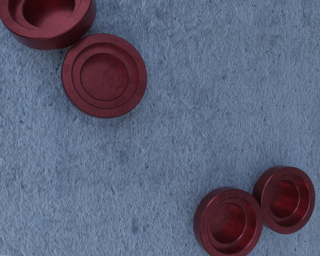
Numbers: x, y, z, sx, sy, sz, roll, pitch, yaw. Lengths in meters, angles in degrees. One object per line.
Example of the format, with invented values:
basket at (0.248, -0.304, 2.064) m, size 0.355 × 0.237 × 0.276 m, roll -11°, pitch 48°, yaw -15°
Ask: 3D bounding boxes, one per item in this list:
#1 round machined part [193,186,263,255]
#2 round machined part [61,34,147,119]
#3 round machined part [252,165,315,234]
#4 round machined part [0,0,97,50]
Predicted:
round machined part at (0.091, 0.130, 0.433) m, size 0.099 × 0.042 × 0.097 m, roll 0°, pitch 90°, yaw -20°
round machined part at (-0.068, -0.060, 0.375) m, size 0.099 × 0.042 × 0.097 m, roll 0°, pitch 90°, yaw -20°
round machined part at (0.180, 0.104, 0.466) m, size 0.099 × 0.042 × 0.097 m, roll 0°, pitch 90°, yaw -20°
round machined part at (-0.119, -0.127, 0.341) m, size 0.099 × 0.042 × 0.098 m, roll -1°, pitch 70°, yaw 2°
